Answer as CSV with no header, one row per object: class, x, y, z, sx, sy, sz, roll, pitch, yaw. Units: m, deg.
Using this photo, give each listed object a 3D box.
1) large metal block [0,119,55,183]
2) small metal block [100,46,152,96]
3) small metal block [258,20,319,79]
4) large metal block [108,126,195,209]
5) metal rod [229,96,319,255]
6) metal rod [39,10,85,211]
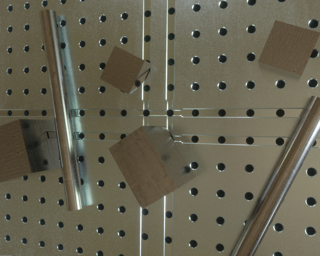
large metal block,-0.219,0.036,0.477,0.080,0.050,0.080,-17,85,19
small metal block,-0.047,-0.079,0.429,0.050,0.025,0.050,30,100,17
small metal block,0.149,-0.090,0.360,0.050,0.025,0.050,24,98,18
large metal block,-0.007,0.044,0.386,0.050,0.080,0.080,-34,79,17
metal rod,0.122,0.104,0.369,0.025,0.025,0.298,27,99,18
metal rod,-0.147,-0.028,0.464,0.025,0.025,0.298,-10,87,20
